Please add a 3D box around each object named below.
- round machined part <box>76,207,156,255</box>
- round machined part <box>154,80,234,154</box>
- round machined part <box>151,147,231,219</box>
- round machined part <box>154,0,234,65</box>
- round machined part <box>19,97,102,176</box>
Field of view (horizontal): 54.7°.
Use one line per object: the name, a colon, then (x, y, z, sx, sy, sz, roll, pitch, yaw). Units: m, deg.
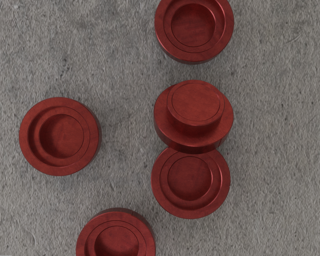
round machined part: (-0.054, 0.151, 0.401, 0.099, 0.042, 0.097, 0, 90, 0)
round machined part: (0.042, -0.020, 0.379, 0.099, 0.042, 0.098, 1, 58, -1)
round machined part: (0.038, 0.064, 0.402, 0.099, 0.042, 0.097, 0, 90, 0)
round machined part: (0.042, -0.130, 0.402, 0.099, 0.042, 0.097, 0, 90, 0)
round machined part: (-0.124, 0.010, 0.400, 0.099, 0.042, 0.097, 0, 90, 0)
